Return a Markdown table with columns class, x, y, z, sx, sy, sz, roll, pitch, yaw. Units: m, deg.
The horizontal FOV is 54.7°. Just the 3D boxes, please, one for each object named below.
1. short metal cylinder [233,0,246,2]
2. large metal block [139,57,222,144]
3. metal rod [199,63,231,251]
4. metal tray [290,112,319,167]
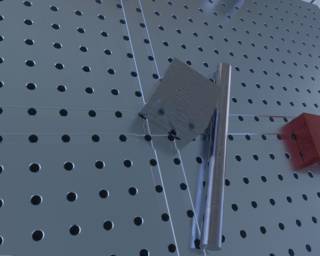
| class | x | y | z | sx | sy | sz | roll | pitch | yaw |
| --- | --- | --- | --- | --- | --- | --- | --- | --- | --- |
| short metal cylinder | 0.174 | -0.327 | 0.685 | 0.081 | 0.050 | 0.080 | 14 | 56 | -21 |
| large metal block | 0.030 | -0.038 | 0.431 | 0.080 | 0.050 | 0.080 | 32 | 52 | -8 |
| metal rod | 0.083 | 0.018 | 0.441 | 0.025 | 0.025 | 0.300 | 23 | 53 | -15 |
| metal tray | 0.303 | 0.026 | 0.552 | 0.131 | 0.030 | 0.090 | 8 | 58 | -24 |
